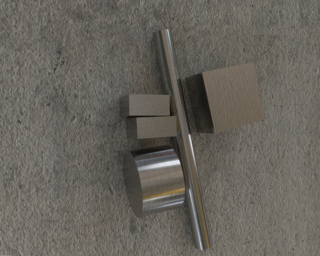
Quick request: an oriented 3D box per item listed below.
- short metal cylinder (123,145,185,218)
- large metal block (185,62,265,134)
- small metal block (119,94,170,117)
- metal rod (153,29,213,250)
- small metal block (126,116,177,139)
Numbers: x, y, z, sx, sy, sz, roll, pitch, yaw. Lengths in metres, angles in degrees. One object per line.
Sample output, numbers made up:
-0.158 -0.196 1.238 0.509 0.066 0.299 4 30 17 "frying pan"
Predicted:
-0.010 0.063 0.377 0.050 0.080 0.079 -8 93 -20 "short metal cylinder"
0.090 -0.041 0.430 0.081 0.050 0.080 -15 95 -20 "large metal block"
-0.021 -0.027 0.389 0.050 0.050 0.025 -1 91 -20 "small metal block"
0.032 0.018 0.421 0.025 0.025 0.298 -13 95 -20 "metal rod"
-0.012 -0.001 0.392 0.050 0.050 0.025 -3 92 -20 "small metal block"
